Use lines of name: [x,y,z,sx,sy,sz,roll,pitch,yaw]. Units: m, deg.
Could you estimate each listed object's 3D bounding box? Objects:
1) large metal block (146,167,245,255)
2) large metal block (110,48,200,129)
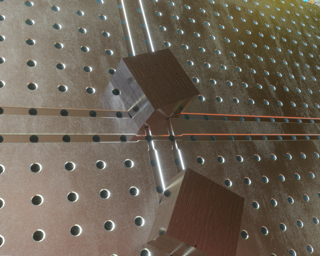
large metal block: [0.042,0.104,0.351,0.080,0.050,0.080,30,52,-9]
large metal block: [-0.007,-0.055,0.421,0.081,0.050,0.080,-22,74,-36]
